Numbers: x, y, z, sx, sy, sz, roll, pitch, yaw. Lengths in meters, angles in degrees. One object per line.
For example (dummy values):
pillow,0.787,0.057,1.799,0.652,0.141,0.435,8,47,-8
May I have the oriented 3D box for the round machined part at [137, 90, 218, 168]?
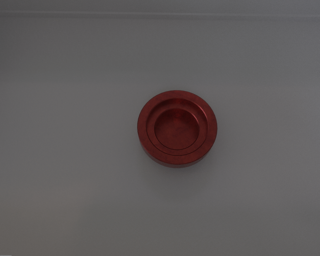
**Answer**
round machined part,0.021,0.004,0.399,0.099,0.042,0.098,0,70,0
